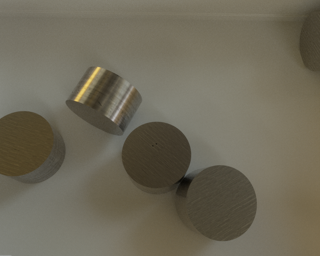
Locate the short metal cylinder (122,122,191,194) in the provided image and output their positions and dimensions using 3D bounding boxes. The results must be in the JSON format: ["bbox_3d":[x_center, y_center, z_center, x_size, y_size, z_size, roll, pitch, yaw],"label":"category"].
[{"bbox_3d":[-0.004,0.038,0.382,0.081,0.050,0.080,0,70,0],"label":"short metal cylinder"}]

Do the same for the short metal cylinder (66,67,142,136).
[{"bbox_3d":[-0.070,-0.032,0.391,0.080,0.080,0.050,25,72,8],"label":"short metal cylinder"}]

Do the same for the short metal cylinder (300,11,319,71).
[{"bbox_3d":[0.238,-0.121,0.428,0.050,0.080,0.080,-7,70,-3],"label":"short metal cylinder"}]

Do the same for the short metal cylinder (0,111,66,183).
[{"bbox_3d":[-0.165,0.025,0.385,0.081,0.050,0.080,0,70,0],"label":"short metal cylinder"}]

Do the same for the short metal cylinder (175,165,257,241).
[{"bbox_3d":[0.062,0.085,0.357,0.081,0.050,0.080,2,78,-11],"label":"short metal cylinder"}]
